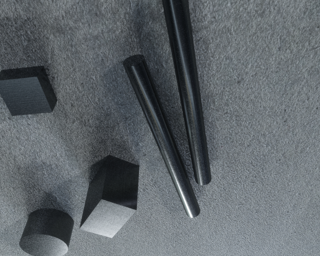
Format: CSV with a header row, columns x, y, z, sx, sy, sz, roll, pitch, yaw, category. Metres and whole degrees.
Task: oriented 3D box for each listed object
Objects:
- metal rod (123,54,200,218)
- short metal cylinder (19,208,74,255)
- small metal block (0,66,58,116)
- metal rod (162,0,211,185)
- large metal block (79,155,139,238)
x,y,z,sx,sy,sz,roll,pitch,yaw,category
0.014,0.034,0.436,0.025,0.025,0.299,-13,129,10,metal rod
-0.198,0.187,0.547,0.081,0.050,0.079,0,130,0,short metal cylinder
-0.158,-0.044,0.368,0.050,0.025,0.050,-5,130,4,small metal block
0.038,-0.033,0.379,0.025,0.025,0.298,-9,130,7,metal rod
-0.073,0.101,0.456,0.050,0.080,0.080,23,126,-19,large metal block
